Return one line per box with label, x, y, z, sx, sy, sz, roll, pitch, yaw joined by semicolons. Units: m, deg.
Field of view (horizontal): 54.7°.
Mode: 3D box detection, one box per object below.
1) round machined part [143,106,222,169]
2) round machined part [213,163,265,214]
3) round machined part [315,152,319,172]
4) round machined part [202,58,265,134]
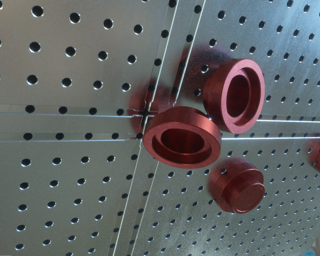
round machined part;0.031;0.009;0.403;0.099;0.042;0.097;9;141;7
round machined part;0.147;0.114;0.554;0.099;0.042;0.097;-14;125;-21
round machined part;0.383;0.066;0.655;0.099;0.042;0.097;-14;125;-21
round machined part;0.095;-0.043;0.413;0.099;0.042;0.097;-11;107;-40
